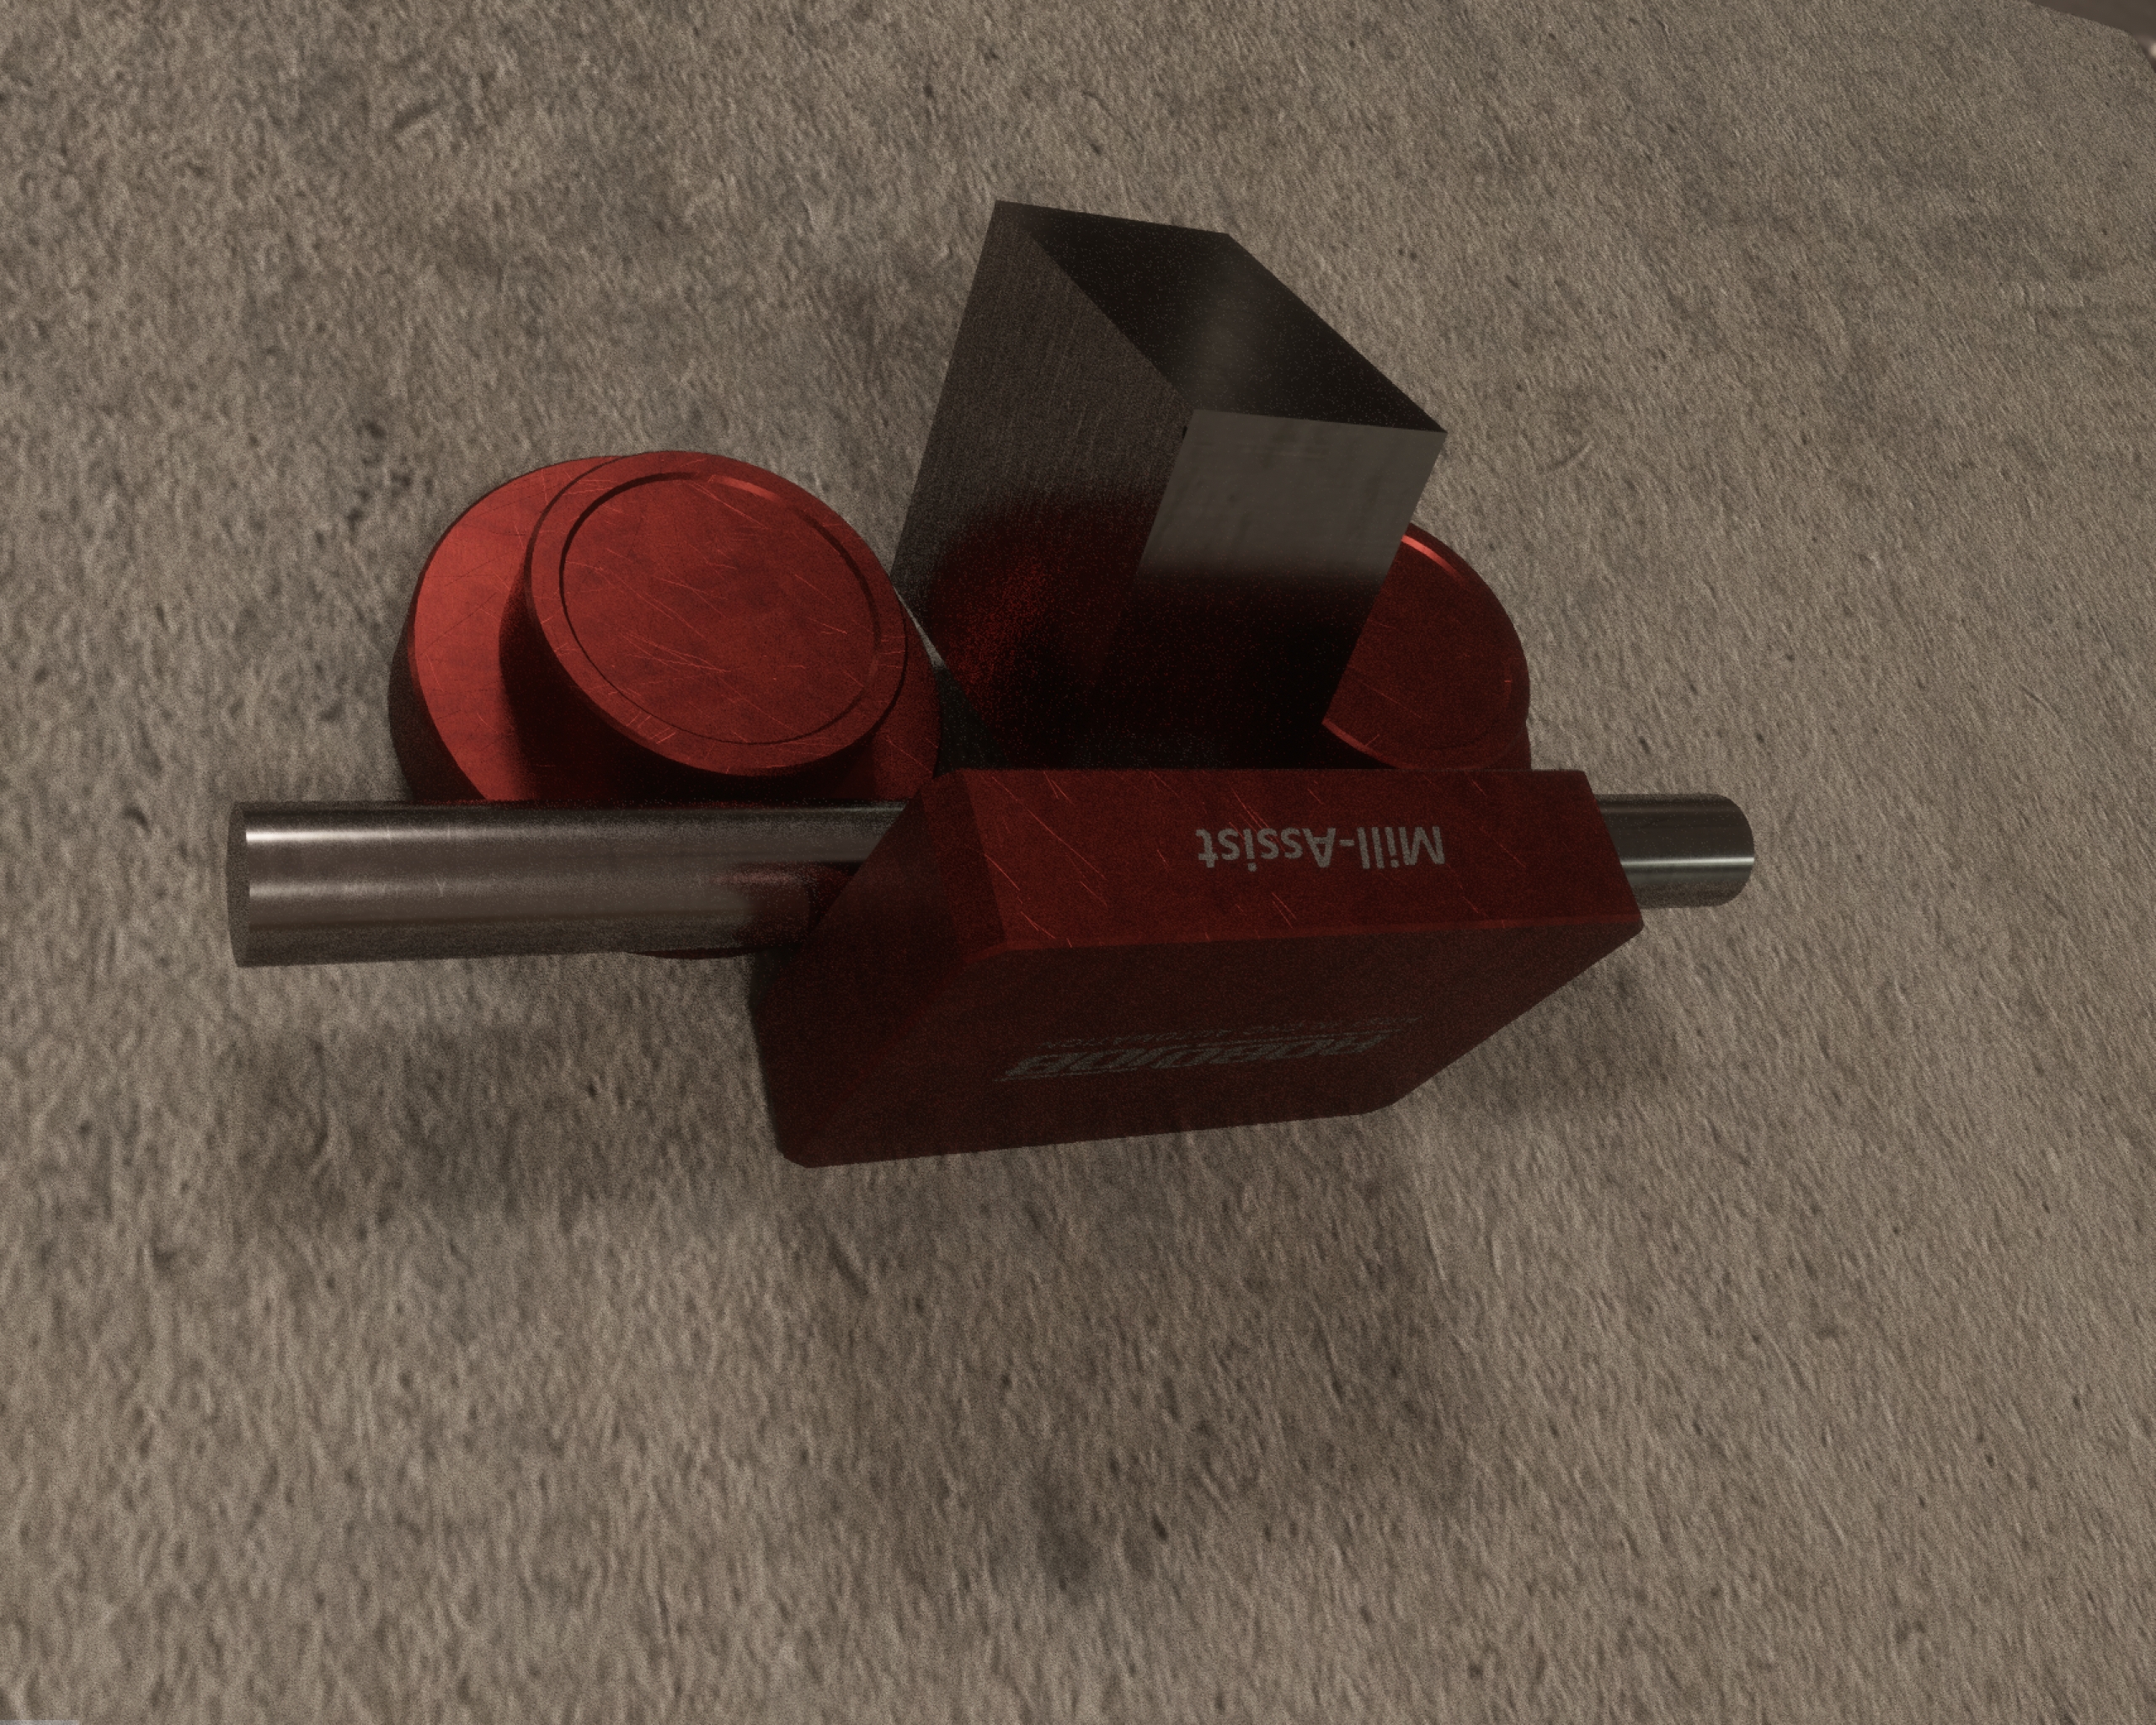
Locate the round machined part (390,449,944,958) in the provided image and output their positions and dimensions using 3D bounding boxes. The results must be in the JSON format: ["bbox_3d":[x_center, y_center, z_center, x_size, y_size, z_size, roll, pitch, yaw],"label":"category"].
[{"bbox_3d":[-0.070,-0.035,0.377,0.099,0.042,0.098,14,56,-21],"label":"round machined part"}]

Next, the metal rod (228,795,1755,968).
[{"bbox_3d":[0.007,0.000,0.384,0.303,0.025,0.025,-1,63,-29],"label":"metal rod"}]

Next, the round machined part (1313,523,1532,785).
[{"bbox_3d":[0.057,-0.038,0.449,0.099,0.042,0.098,14,56,-21],"label":"round machined part"}]

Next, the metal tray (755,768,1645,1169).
[{"bbox_3d":[0.020,0.019,0.364,0.131,0.090,0.030,-1,63,-29],"label":"metal tray"}]

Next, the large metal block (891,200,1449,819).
[{"bbox_3d":[0.012,-0.064,0.383,0.050,0.079,0.080,-2,39,-30],"label":"large metal block"}]
